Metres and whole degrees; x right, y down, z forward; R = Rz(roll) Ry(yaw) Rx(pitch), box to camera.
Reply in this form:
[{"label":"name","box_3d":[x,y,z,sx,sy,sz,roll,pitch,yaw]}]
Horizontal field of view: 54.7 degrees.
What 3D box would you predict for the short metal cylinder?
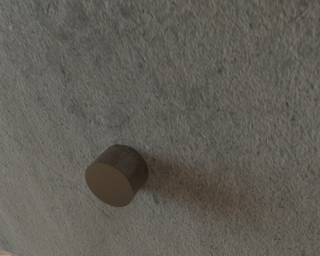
[{"label":"short metal cylinder","box_3d":[-0.064,0.072,0.467,0.080,0.050,0.079,13,124,20]}]
